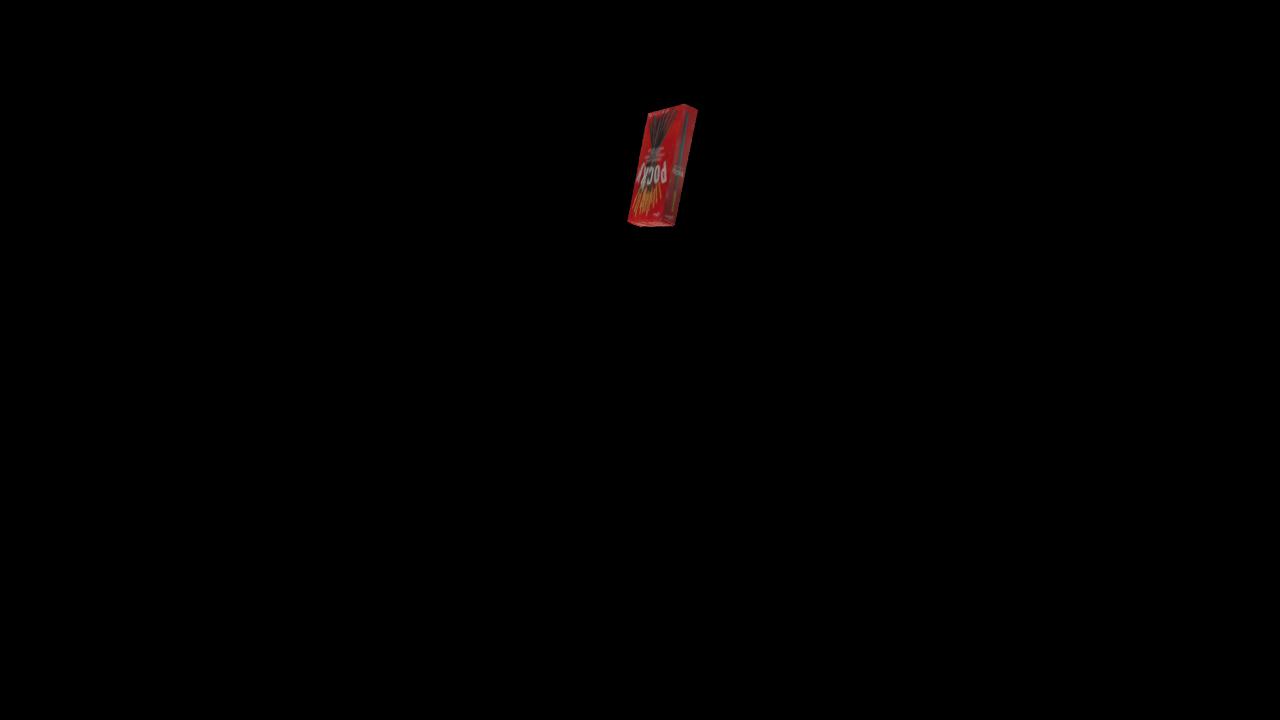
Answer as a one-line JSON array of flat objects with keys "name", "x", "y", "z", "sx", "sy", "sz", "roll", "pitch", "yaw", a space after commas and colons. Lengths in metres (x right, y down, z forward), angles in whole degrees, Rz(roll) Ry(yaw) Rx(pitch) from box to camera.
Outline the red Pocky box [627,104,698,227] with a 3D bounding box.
[{"name": "red Pocky box", "x": 0.028, "y": -0.258, "z": 0.824, "sx": 0.028, "sy": 0.155, "sz": 0.083, "roll": 8, "pitch": 4, "yaw": -37}]
